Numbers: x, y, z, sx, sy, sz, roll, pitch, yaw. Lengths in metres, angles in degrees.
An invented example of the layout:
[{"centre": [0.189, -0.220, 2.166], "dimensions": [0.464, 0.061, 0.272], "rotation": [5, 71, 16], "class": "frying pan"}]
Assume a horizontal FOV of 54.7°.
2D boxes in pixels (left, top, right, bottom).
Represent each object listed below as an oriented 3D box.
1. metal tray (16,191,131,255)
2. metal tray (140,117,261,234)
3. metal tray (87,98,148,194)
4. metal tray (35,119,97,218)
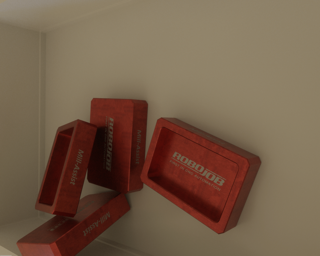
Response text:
[{"centre": [-0.115, 0.134, 0.429], "dimensions": [0.090, 0.131, 0.030], "rotation": [-16, 99, 38], "class": "metal tray"}, {"centre": [0.041, 0.050, 0.367], "dimensions": [0.130, 0.030, 0.089], "rotation": [27, 107, 36], "class": "metal tray"}, {"centre": [-0.064, 0.022, 0.454], "dimensions": [0.090, 0.030, 0.129], "rotation": [6, 94, 39], "class": "metal tray"}, {"centre": [-0.137, 0.058, 0.450], "dimensions": [0.090, 0.030, 0.130], "rotation": [-13, 61, 53], "class": "metal tray"}]
